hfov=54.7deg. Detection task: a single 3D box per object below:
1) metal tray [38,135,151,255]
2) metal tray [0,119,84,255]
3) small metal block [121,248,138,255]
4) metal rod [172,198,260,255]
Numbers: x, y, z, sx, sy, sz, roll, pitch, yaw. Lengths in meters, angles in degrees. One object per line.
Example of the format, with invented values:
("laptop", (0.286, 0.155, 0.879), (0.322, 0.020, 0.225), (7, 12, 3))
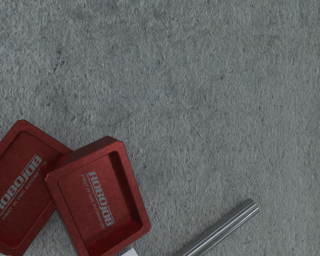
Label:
("metal tray", (-0.070, 0.085, 0.358), (0.091, 0.030, 0.129), (-27, 113, -27))
("metal tray", (-0.157, 0.066, 0.348), (0.090, 0.030, 0.130), (37, 78, -17))
("small metal block", (-0.042, 0.186, 0.383), (0.050, 0.025, 0.050), (-29, 70, -18))
("metal rod", (0.016, 0.189, 0.416), (0.302, 0.025, 0.025), (-31, 101, -18))
